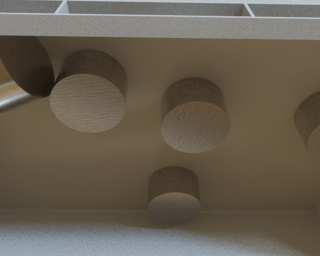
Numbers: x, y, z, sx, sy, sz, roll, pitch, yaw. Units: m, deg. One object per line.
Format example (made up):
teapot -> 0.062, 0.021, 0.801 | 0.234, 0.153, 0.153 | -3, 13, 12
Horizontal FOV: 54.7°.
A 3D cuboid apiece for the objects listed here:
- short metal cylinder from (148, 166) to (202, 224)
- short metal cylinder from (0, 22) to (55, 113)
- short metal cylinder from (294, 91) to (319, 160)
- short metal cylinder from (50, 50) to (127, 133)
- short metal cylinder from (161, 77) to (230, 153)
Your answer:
short metal cylinder -> 0.022, 0.105, 0.482 | 0.081, 0.050, 0.079 | 0, 130, 0
short metal cylinder -> -0.156, -0.061, 0.319 | 0.050, 0.080, 0.080 | -18, 128, 15
short metal cylinder -> 0.219, -0.004, 0.392 | 0.081, 0.050, 0.079 | 0, 130, 0
short metal cylinder -> -0.079, -0.041, 0.355 | 0.081, 0.050, 0.079 | -2, 131, -2
short metal cylinder -> 0.042, -0.015, 0.380 | 0.081, 0.050, 0.079 | 0, 130, 0
